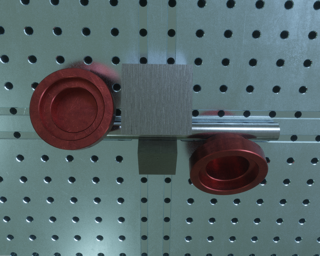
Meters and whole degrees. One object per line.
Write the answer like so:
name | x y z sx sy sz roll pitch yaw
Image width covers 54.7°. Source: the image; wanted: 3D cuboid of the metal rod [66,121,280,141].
metal rod | 0.006 0.003 0.415 0.302 0.025 0.025 0 110 -1

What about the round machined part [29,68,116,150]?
round machined part | -0.103 -0.021 0.382 0.099 0.042 0.097 0 84 -1

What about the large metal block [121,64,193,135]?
large metal block | -0.004 -0.033 0.376 0.081 0.050 0.079 1 92 -1

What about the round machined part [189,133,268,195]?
round machined part | 0.087 0.044 0.408 0.099 0.042 0.097 0 136 0

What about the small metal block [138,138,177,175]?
small metal block | -0.003 0.039 0.417 0.050 0.025 0.050 1 139 -1
